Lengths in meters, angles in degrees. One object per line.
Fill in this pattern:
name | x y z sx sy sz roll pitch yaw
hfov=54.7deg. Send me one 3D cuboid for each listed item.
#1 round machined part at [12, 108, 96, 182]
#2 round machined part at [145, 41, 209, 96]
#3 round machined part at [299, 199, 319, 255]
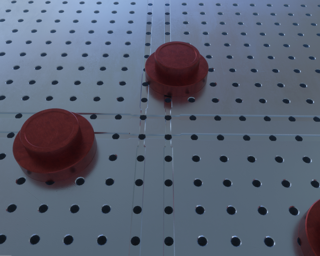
round machined part | -0.131 0.014 0.383 0.099 0.042 0.098 0 50 0
round machined part | 0.026 -0.097 0.479 0.099 0.042 0.098 0 50 0
round machined part | 0.196 0.109 0.307 0.099 0.042 0.098 0 50 0
